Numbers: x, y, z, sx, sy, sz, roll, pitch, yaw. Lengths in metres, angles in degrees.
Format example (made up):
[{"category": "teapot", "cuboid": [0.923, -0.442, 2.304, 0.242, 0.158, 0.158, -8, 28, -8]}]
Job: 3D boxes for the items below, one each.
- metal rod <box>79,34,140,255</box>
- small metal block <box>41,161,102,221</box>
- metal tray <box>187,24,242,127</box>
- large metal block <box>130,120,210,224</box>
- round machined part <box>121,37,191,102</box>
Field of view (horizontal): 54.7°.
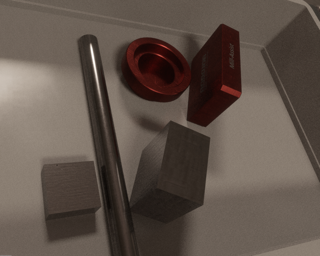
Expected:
[{"category": "metal rod", "cuboid": [-0.064, 0.012, 0.364, 0.025, 0.025, 0.299, 0, 62, -29]}, {"category": "small metal block", "cuboid": [-0.092, 0.063, 0.318, 0.050, 0.025, 0.050, -1, 62, -29]}, {"category": "metal tray", "cuboid": [0.078, -0.077, 0.455, 0.030, 0.090, 0.130, 20, 54, -17]}, {"category": "large metal block", "cuboid": [0.010, 0.052, 0.346, 0.050, 0.080, 0.080, 23, 53, -15]}, {"category": "round machined part", "cuboid": [-0.009, -0.077, 0.439, 0.099, 0.042, 0.098, 14, 56, -21]}]
